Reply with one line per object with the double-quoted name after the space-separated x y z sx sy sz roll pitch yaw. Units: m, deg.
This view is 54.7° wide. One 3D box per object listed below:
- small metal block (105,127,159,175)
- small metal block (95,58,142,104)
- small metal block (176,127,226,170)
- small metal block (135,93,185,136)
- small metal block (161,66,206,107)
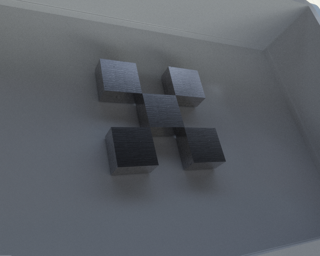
-0.034 0.027 0.368 0.050 0.025 0.050 1 61 -28 "small metal block"
-0.056 -0.061 0.410 0.050 0.025 0.050 2 61 -28 "small metal block"
0.054 0.027 0.415 0.050 0.025 0.050 1 61 -28 "small metal block"
0.000 -0.017 0.413 0.050 0.025 0.050 0 62 -28 "small metal block"
0.034 -0.060 0.457 0.050 0.025 0.050 2 61 -27 "small metal block"
